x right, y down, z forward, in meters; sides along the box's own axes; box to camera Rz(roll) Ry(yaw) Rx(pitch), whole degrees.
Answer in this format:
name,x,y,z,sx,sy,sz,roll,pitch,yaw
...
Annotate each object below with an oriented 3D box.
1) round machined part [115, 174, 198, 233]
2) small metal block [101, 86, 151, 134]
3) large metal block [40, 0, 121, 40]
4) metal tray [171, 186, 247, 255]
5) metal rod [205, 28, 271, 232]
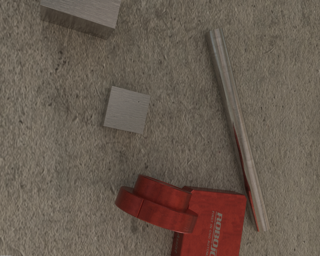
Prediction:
name,x,y,z,sx,sy,sz,roll,pitch,yaw
round machined part,0.000,0.086,0.371,0.099,0.098,0.042,23,83,-19
small metal block,-0.044,-0.022,0.393,0.050,0.025,0.050,13,86,-20
large metal block,-0.089,-0.159,0.363,0.081,0.050,0.080,13,86,-20
metal tray,0.067,0.151,0.432,0.091,0.030,0.129,10,87,-20
metal rod,0.115,0.007,0.451,0.025,0.025,0.298,-17,96,-19
